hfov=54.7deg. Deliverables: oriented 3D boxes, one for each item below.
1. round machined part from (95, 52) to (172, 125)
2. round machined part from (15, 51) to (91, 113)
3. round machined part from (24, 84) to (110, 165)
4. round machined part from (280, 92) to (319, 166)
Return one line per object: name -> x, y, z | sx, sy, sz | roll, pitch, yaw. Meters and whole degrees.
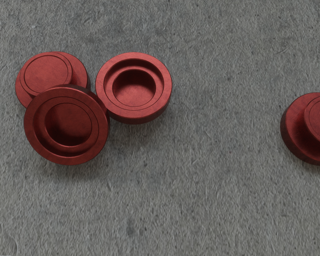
round machined part -> -0.034, -0.049, 0.415 | 0.099, 0.042, 0.098 | 1, 68, -3
round machined part -> -0.148, -0.064, 0.421 | 0.099, 0.042, 0.098 | 0, 70, 0
round machined part -> -0.111, -0.007, 0.384 | 0.099, 0.042, 0.097 | 0, 109, -1
round machined part -> 0.213, -0.003, 0.401 | 0.099, 0.042, 0.098 | 0, 70, 0
